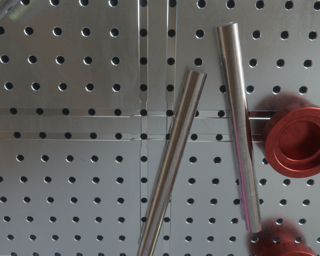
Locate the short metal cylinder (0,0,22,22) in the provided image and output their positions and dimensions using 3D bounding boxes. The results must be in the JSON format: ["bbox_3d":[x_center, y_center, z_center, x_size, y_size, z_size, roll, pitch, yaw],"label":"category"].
[{"bbox_3d":[-0.189,-0.156,0.325,0.050,0.080,0.080,-37,106,12],"label":"short metal cylinder"}]

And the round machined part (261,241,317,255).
[{"bbox_3d":[0.199,0.218,0.486,0.099,0.042,0.097,0,110,0],"label":"round machined part"}]

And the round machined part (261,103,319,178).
[{"bbox_3d":[0.183,0.013,0.410,0.099,0.042,0.097,0,110,0],"label":"round machined part"}]

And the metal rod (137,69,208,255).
[{"bbox_3d":[0.012,0.065,0.437,0.025,0.025,0.298,13,110,-5],"label":"metal rod"}]

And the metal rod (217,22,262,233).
[{"bbox_3d":[0.111,0.014,0.419,0.025,0.025,0.298,-11,110,4],"label":"metal rod"}]
